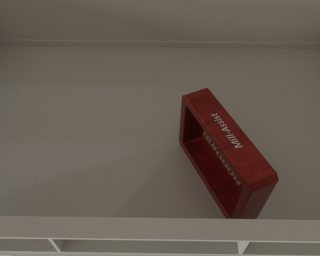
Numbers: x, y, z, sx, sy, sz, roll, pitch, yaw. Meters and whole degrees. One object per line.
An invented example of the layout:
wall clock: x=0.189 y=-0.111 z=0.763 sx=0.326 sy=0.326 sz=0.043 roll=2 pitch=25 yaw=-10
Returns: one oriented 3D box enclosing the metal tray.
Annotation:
metal tray: x=0.065 y=0.031 z=0.337 sx=0.030 sy=0.090 sz=0.130 roll=-19 pitch=53 yaw=-15
